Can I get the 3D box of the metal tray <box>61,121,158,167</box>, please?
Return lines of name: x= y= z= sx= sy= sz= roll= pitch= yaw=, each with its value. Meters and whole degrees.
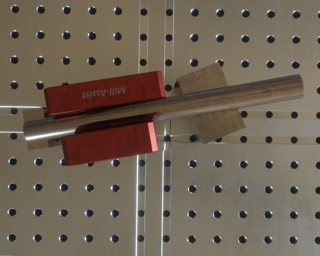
metal tray: x=-0.050 y=0.015 z=0.360 sx=0.091 sy=0.130 sz=0.030 roll=-9 pitch=91 yaw=-1

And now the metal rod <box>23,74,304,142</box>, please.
metal rod: x=-0.005 y=-0.019 z=0.338 sx=0.301 sy=0.025 sz=0.025 roll=-9 pitch=90 yaw=9

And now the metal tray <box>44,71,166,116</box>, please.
metal tray: x=-0.061 y=-0.039 z=0.379 sx=0.131 sy=0.090 sz=0.030 roll=-9 pitch=91 yaw=-1

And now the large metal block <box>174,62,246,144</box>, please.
large metal block: x=0.057 y=-0.028 z=0.386 sx=0.050 sy=0.080 sz=0.080 roll=-23 pitch=90 yaw=0

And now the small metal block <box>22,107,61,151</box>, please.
small metal block: x=-0.150 y=0.001 z=0.399 sx=0.025 sy=0.050 sz=0.050 roll=-8 pitch=90 yaw=0
